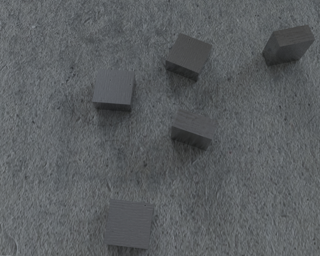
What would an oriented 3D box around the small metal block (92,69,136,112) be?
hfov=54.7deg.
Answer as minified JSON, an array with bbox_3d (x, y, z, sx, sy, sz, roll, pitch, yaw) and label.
[{"bbox_3d":[-0.062,-0.052,0.426,0.050,0.025,0.050,5,70,1],"label":"small metal block"}]

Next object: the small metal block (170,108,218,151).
[{"bbox_3d":[0.042,0.003,0.394,0.050,0.050,0.025,19,71,7],"label":"small metal block"}]

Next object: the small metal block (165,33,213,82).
[{"bbox_3d":[0.041,-0.102,0.445,0.050,0.025,0.050,24,72,8],"label":"small metal block"}]

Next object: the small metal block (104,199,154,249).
[{"bbox_3d":[-0.035,0.113,0.366,0.050,0.025,0.050,6,70,2],"label":"small metal block"}]

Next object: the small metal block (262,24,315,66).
[{"bbox_3d":[0.180,-0.116,0.438,0.050,0.050,0.025,-13,71,-5],"label":"small metal block"}]
